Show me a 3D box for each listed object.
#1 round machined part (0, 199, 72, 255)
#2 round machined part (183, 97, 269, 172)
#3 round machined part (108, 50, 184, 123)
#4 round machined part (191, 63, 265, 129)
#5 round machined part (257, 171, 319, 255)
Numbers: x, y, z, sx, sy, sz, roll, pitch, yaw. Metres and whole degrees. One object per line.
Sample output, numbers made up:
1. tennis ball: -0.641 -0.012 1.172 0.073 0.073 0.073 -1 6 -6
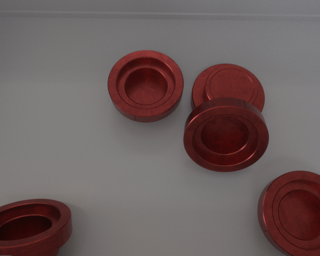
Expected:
1. round machined part: -0.146 0.118 0.336 0.099 0.098 0.042 0 104 0
2. round machined part: 0.079 0.004 0.380 0.099 0.097 0.042 7 35 2
3. round machined part: -0.018 -0.052 0.419 0.099 0.042 0.098 0 70 0
4. round machined part: 0.093 -0.046 0.418 0.099 0.042 0.098 0 70 0
5. round machined part: 0.163 0.102 0.364 0.099 0.042 0.098 0 70 0
